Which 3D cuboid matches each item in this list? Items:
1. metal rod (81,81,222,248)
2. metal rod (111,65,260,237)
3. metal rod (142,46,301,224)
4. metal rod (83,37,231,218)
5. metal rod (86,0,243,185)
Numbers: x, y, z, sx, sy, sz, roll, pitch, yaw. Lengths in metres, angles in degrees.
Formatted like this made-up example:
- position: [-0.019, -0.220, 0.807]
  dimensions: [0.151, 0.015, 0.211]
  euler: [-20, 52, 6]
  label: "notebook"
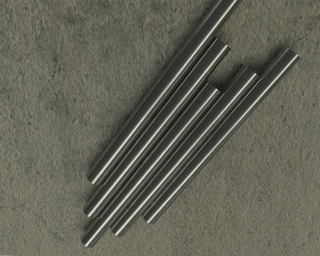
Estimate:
- position: [-0.021, 0.060, 0.433]
  dimensions: [0.025, 0.025, 0.299]
  euler: [35, 106, -12]
  label: "metal rod"
- position: [0.025, 0.041, 0.426]
  dimensions: [0.025, 0.025, 0.299]
  euler: [35, 106, -12]
  label: "metal rod"
- position: [0.072, 0.021, 0.419]
  dimensions: [0.025, 0.025, 0.299]
  euler: [35, 106, -12]
  label: "metal rod"
- position: [-0.013, 0.010, 0.415]
  dimensions: [0.025, 0.025, 0.299]
  euler: [35, 106, -12]
  label: "metal rod"
- position: [-0.004, -0.041, 0.396]
  dimensions: [0.025, 0.025, 0.299]
  euler: [35, 106, -12]
  label: "metal rod"
